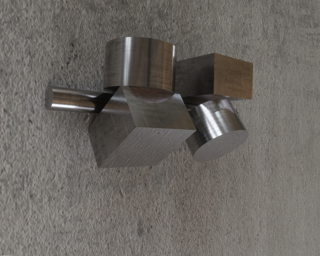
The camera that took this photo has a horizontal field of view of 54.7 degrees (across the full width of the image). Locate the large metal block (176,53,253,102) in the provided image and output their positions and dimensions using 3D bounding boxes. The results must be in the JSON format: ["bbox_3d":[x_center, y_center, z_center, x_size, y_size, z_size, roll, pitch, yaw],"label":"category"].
[{"bbox_3d":[0.070,-0.065,0.428,0.081,0.080,0.050,2,89,-40],"label":"large metal block"}]

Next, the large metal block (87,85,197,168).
[{"bbox_3d":[-0.022,0.002,0.344,0.081,0.080,0.050,3,54,-40],"label":"large metal block"}]

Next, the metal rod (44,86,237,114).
[{"bbox_3d":[0.003,-0.025,0.411,0.302,0.025,0.025,3,88,-40],"label":"metal rod"}]

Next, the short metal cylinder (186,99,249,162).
[{"bbox_3d":[0.073,0.005,0.423,0.081,0.080,0.050,2,54,-40],"label":"short metal cylinder"}]

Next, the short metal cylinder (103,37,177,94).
[{"bbox_3d":[-0.022,-0.066,0.351,0.081,0.080,0.050,4,88,-40],"label":"short metal cylinder"}]
